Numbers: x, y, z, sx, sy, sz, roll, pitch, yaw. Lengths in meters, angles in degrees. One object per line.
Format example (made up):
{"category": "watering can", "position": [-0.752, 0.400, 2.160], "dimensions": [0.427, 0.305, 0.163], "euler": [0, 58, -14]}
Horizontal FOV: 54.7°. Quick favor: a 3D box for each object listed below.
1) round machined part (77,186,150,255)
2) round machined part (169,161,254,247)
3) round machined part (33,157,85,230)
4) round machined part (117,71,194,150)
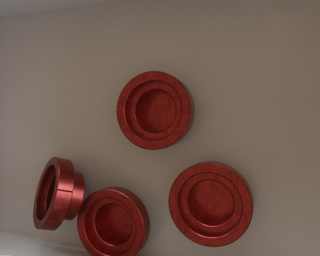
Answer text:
{"category": "round machined part", "position": [-0.059, 0.128, 0.421], "dimensions": [0.098, 0.042, 0.097], "euler": [0, 90, 19]}
{"category": "round machined part", "position": [0.064, 0.089, 0.379], "dimensions": [0.098, 0.042, 0.097], "euler": [0, 90, 19]}
{"category": "round machined part", "position": [-0.138, 0.092, 0.431], "dimensions": [0.098, 0.042, 0.098], "euler": [-31, 50, 47]}
{"category": "round machined part", "position": [-0.003, -0.022, 0.402], "dimensions": [0.098, 0.042, 0.097], "euler": [0, 90, 19]}
